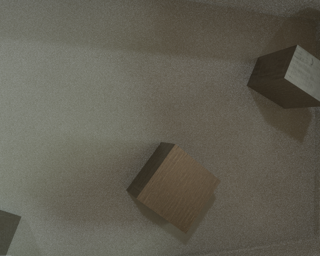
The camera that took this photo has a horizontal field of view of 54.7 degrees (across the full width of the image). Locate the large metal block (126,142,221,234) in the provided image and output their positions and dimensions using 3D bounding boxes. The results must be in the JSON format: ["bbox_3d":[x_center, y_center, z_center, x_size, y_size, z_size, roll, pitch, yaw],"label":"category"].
[{"bbox_3d":[0.017,0.075,0.403,0.080,0.050,0.080,40,77,-16],"label":"large metal block"}]

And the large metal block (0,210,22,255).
[{"bbox_3d":[-0.190,0.127,0.307,0.050,0.080,0.080,20,83,-6],"label":"large metal block"}]

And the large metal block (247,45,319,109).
[{"bbox_3d":[0.190,-0.070,0.451,0.080,0.080,0.050,27,81,-18],"label":"large metal block"}]
